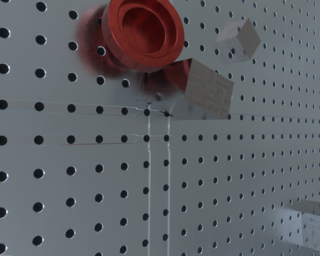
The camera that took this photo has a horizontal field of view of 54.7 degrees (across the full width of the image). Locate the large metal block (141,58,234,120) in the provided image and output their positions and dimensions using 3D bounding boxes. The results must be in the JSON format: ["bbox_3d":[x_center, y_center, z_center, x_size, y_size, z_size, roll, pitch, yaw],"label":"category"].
[{"bbox_3d":[0.035,-0.046,0.403,0.080,0.080,0.050,20,78,-39],"label":"large metal block"}]

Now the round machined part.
[{"bbox_3d":[-0.023,-0.113,0.369,0.099,0.042,0.098,7,77,-30],"label":"round machined part"}]

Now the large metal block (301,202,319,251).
[{"bbox_3d":[0.364,0.221,0.698,0.081,0.050,0.079,-10,96,-40],"label":"large metal block"}]

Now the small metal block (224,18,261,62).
[{"bbox_3d":[0.141,-0.149,0.527,0.050,0.025,0.050,49,61,-29],"label":"small metal block"}]
